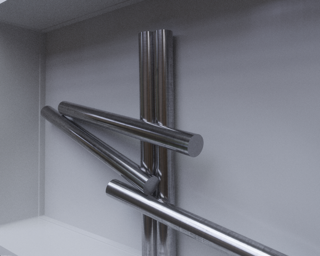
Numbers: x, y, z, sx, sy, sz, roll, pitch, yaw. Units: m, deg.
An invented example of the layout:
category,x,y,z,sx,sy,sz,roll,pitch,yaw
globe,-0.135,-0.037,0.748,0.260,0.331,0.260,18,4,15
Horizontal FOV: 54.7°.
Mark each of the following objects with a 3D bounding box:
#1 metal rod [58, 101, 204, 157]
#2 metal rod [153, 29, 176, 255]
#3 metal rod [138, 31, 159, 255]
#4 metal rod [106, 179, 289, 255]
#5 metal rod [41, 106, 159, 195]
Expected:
category,x,y,z,sx,sy,sz,roll,pitch,yaw
metal rod,-0.064,-0.008,0.430,0.300,0.025,0.025,15,99,46
metal rod,0.006,0.026,0.396,0.025,0.025,0.298,-1,89,39
metal rod,-0.014,0.023,0.412,0.025,0.025,0.298,-2,89,39
metal rod,0.058,0.116,0.333,0.300,0.025,0.025,16,100,33
metal rod,-0.110,0.020,0.477,0.300,0.025,0.025,27,107,42
